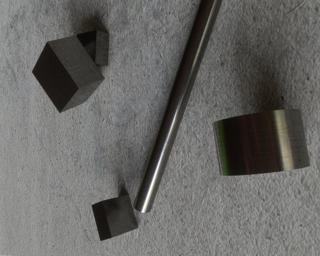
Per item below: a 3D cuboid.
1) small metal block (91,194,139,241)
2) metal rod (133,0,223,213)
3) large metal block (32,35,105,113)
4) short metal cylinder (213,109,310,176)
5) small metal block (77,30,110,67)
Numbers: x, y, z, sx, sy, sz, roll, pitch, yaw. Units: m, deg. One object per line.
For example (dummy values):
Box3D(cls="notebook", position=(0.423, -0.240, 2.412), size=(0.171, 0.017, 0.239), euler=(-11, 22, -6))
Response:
Box3D(cls="small metal block", position=(-0.063, 0.126, 0.439), size=(0.025, 0.050, 0.050), euler=(-29, 72, 36))
Box3D(cls="metal rod", position=(0.020, -0.029, 0.386), size=(0.025, 0.025, 0.298), euler=(29, 108, 36))
Box3D(cls="large metal block", position=(-0.143, -0.082, 0.479), size=(0.080, 0.050, 0.080), euler=(-36, 88, 46))
Box3D(cls="short metal cylinder", position=(0.093, 0.015, 0.291), size=(0.080, 0.081, 0.050), euler=(-12, 83, 39))
Box3D(cls="small metal block", position=(-0.108, -0.124, 0.491), size=(0.050, 0.025, 0.050), euler=(5, 93, 39))
